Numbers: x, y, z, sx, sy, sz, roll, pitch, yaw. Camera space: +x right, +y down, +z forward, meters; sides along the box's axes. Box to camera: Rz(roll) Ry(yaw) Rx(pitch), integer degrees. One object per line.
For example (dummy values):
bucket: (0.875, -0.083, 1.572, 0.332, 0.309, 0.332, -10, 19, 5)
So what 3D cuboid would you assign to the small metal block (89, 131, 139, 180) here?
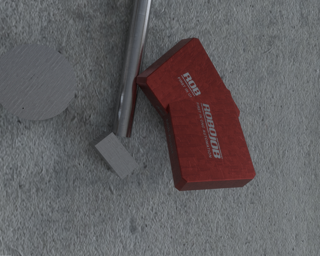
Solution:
small metal block: (-0.057, 0.032, 0.375, 0.025, 0.050, 0.050, -40, 103, -16)

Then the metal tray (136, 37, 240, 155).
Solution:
metal tray: (0.041, -0.040, 0.409, 0.090, 0.030, 0.130, -43, 116, -15)

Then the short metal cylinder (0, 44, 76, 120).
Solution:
short metal cylinder: (-0.138, -0.048, 0.345, 0.081, 0.050, 0.079, 0, 90, -21)

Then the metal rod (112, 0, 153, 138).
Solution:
metal rod: (-0.026, -0.137, 0.399, 0.025, 0.025, 0.298, 10, 87, -20)

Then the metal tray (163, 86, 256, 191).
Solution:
metal tray: (0.055, 0.009, 0.384, 0.091, 0.030, 0.130, 0, 60, -16)
